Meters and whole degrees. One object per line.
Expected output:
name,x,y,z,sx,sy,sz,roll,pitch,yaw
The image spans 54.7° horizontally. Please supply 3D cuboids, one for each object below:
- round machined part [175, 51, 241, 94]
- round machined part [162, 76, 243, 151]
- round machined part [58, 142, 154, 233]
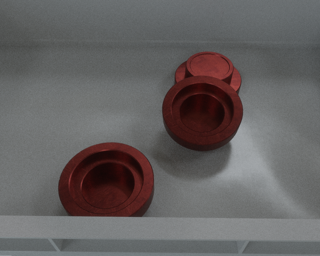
round machined part,0.071,-0.076,0.458,0.099,0.042,0.098,0,50,0
round machined part,0.053,-0.015,0.397,0.099,0.042,0.098,-1,64,2
round machined part,-0.056,0.067,0.337,0.099,0.042,0.098,0,50,0
